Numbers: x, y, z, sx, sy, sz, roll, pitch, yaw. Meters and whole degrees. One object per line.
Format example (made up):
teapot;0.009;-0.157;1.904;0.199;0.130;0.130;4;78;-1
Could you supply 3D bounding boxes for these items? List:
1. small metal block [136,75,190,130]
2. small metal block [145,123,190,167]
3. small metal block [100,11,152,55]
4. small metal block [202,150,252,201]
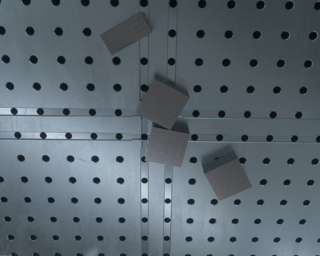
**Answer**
small metal block;0.003;-0.033;0.401;0.050;0.025;0.050;27;108;-10
small metal block;0.009;0.022;0.421;0.050;0.025;0.050;11;110;-4
small metal block;-0.037;-0.111;0.359;0.050;0.050;0.025;-27;108;9
small metal block;0.095;0.068;0.439;0.050;0.025;0.050;-27;108;9
